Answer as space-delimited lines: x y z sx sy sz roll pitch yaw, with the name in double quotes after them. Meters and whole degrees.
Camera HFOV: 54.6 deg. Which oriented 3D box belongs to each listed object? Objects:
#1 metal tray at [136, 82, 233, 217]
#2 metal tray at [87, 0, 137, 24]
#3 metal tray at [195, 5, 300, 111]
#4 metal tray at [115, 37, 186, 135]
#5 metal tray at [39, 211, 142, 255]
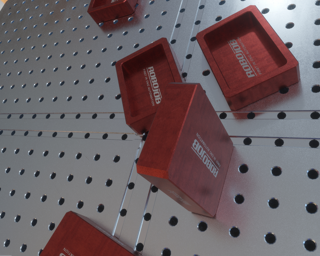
0.033 0.027 0.308 0.030 0.130 0.090 7 65 31 "metal tray"
-0.086 -0.275 0.620 0.090 0.030 0.130 -5 59 25 "metal tray"
0.109 -0.095 0.406 0.090 0.030 0.130 -25 53 12 "metal tray"
-0.012 -0.064 0.451 0.090 0.030 0.130 -25 53 13 "metal tray"
-0.080 0.163 0.348 0.130 0.030 0.090 19 72 35 "metal tray"
